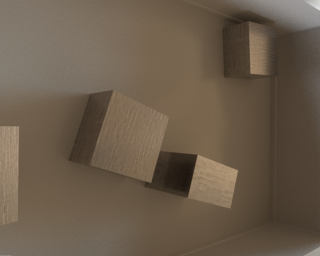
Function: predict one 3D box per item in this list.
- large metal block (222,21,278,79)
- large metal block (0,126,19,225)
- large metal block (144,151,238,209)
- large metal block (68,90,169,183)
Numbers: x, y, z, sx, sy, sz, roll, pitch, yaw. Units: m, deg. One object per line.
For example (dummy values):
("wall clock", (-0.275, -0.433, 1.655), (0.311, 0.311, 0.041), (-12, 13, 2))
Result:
("large metal block", (0.151, -0.125, 0.517), (0.081, 0.050, 0.079), (-5, 93, -40))
("large metal block", (-0.163, 0.038, 0.241), (0.080, 0.050, 0.080), (1, 90, -56))
("large metal block", (0.041, 0.066, 0.405), (0.080, 0.080, 0.050), (23, 76, -38))
("large metal block", (-0.045, 0.011, 0.353), (0.080, 0.050, 0.080), (24, 75, -37))
